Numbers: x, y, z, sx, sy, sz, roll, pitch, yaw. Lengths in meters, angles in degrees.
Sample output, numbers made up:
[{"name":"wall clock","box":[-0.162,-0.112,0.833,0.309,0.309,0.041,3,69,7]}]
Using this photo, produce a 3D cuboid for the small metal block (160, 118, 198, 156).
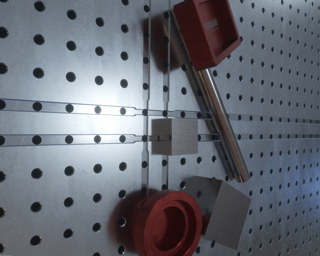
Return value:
[{"name":"small metal block","box":[0.027,0.012,0.434,0.050,0.025,0.050,0,90,-40]}]

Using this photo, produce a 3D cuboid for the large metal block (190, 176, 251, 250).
[{"name":"large metal block","box":[0.085,0.127,0.467,0.080,0.050,0.080,35,68,-35]}]

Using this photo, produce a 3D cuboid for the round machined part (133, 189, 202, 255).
[{"name":"round machined part","box":[0.006,0.129,0.404,0.099,0.042,0.097,1,89,-38]}]

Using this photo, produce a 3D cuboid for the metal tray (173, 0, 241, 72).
[{"name":"metal tray","box":[0.073,-0.144,0.444,0.131,0.030,0.090,-44,117,-50]}]

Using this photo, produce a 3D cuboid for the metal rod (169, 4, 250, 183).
[{"name":"metal rod","box":[0.083,-0.041,0.481,0.025,0.025,0.299,-39,114,-33]}]
